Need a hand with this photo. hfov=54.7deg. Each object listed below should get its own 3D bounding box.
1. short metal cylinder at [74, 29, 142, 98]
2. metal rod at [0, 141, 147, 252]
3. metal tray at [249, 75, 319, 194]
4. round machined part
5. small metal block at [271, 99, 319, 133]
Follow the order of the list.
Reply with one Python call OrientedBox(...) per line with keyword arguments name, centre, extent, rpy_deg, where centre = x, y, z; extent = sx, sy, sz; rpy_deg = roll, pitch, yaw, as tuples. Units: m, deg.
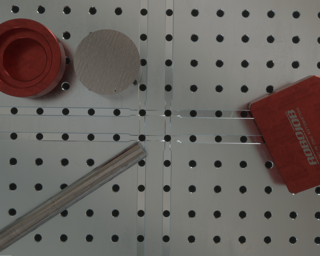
OrientedBox(name="short metal cylinder", centre=(-0.064, -0.080, 0.400), extent=(0.081, 0.050, 0.079), rpy_deg=(0, 90, -1))
OrientedBox(name="metal rod", centre=(-0.150, 0.110, 0.411), extent=(0.301, 0.025, 0.025), rpy_deg=(-33, 90, -1))
OrientedBox(name="metal tray", centre=(0.183, 0.009, 0.399), extent=(0.090, 0.030, 0.129), rpy_deg=(-25, 93, 15))
OrientedBox(name="round machined part", centre=(-0.172, -0.087, 0.403), extent=(0.099, 0.042, 0.097), rpy_deg=(0, 90, -1))
OrientedBox(name="small metal block", centre=(0.181, -0.011, 0.416), extent=(0.050, 0.025, 0.050), rpy_deg=(25, 90, -1))
